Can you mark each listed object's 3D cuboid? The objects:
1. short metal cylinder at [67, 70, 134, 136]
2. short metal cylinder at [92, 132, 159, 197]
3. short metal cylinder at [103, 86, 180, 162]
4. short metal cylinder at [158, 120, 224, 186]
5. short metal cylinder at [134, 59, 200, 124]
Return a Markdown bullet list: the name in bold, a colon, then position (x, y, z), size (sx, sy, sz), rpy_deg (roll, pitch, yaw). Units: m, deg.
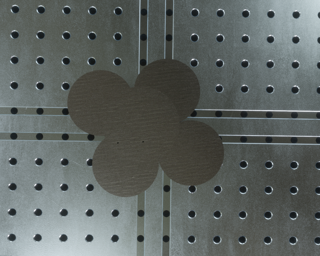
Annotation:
- **short metal cylinder**: position (-0.072, -0.030, 0.399), size (0.081, 0.050, 0.079), rpy_deg (0, 90, -1)
- **short metal cylinder**: position (-0.042, 0.044, 0.400), size (0.081, 0.050, 0.079), rpy_deg (0, 90, -1)
- **short metal cylinder**: position (-0.020, -0.005, 0.349), size (0.081, 0.050, 0.079), rpy_deg (0, 92, -1)
- **short metal cylinder**: position (0.038, 0.030, 0.401), size (0.081, 0.050, 0.079), rpy_deg (0, 90, -1)
- **short metal cylinder**: position (0.008, -0.044, 0.400), size (0.081, 0.050, 0.079), rpy_deg (0, 90, -1)
